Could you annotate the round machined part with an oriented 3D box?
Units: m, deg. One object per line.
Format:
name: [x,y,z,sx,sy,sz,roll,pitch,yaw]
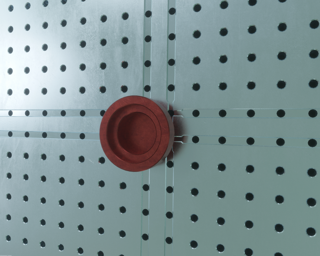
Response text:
round machined part: [-0.027,0.007,0.414,0.098,0.042,0.097,0,90,20]
